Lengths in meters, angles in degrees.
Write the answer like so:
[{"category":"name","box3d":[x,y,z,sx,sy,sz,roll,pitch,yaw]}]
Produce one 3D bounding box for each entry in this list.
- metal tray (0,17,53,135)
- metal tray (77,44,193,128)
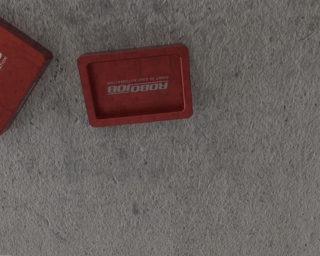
[{"category":"metal tray","box3d":[-0.206,-0.063,0.382,0.090,0.030,0.129,35,106,-12]},{"category":"metal tray","box3d":[-0.028,-0.053,0.387,0.131,0.030,0.089,-6,110,2]}]
